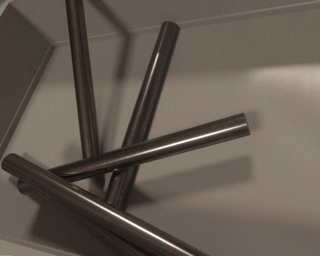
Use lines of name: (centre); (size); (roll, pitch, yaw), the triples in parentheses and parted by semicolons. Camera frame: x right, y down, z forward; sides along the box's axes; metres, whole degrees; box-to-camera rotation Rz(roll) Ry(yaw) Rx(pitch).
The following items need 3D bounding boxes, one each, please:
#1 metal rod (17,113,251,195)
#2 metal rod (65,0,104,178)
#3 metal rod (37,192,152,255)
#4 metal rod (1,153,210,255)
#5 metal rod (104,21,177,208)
metal rod: (-0.045, 0.037, 0.372); (0.301, 0.025, 0.025); (-17, 55, 18)
metal rod: (-0.109, -0.080, 0.435); (0.025, 0.025, 0.298); (-12, 81, 21)
metal rod: (-0.124, 0.098, 0.408); (0.300, 0.025, 0.025); (21, 73, 35)
metal rod: (-0.063, 0.093, 0.341); (0.301, 0.025, 0.025); (21, 72, 22)
metal rod: (-0.022, -0.030, 0.434); (0.025, 0.025, 0.300); (2, 62, 29)
